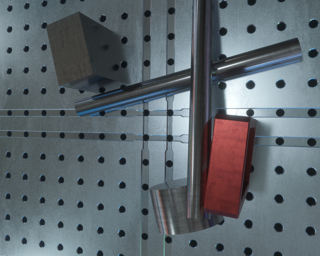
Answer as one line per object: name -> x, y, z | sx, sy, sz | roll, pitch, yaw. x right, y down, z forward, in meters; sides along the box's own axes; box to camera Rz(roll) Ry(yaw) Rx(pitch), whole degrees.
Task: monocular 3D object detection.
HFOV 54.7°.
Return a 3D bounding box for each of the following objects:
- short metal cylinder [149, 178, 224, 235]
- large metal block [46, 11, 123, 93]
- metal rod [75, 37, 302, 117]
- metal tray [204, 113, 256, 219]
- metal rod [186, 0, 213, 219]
short metal cylinder -> 0.031, 0.090, 0.372 | 0.080, 0.080, 0.050 | -13, 86, 19
large metal block -> -0.098, -0.097, 0.418 | 0.050, 0.080, 0.080 | -15, 85, 19
metal rod -> 0.022, -0.060, 0.404 | 0.301, 0.025, 0.025 | -13, 86, 19
metal tray -> 0.079, 0.033, 0.329 | 0.030, 0.130, 0.089 | 7, 93, 20
metal rod -> 0.047, -0.052, 0.354 | 0.025, 0.025, 0.299 | -2, 74, 20
